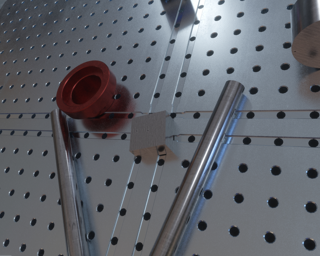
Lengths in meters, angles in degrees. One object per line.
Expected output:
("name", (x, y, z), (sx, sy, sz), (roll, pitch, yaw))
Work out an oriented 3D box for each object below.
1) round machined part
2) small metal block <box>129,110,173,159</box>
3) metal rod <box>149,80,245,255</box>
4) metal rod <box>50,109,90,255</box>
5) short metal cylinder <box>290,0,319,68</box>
("round machined part", (-0.111, -0.055, 0.490), (0.098, 0.042, 0.098), (-13, 56, 21))
("small metal block", (-0.011, 0.009, 0.408), (0.050, 0.025, 0.050), (-12, 57, 21))
("metal rod", (0.031, 0.075, 0.345), (0.025, 0.025, 0.300), (14, 69, 34))
("metal rod", (-0.122, 0.087, 0.419), (0.025, 0.025, 0.300), (-30, 52, 9))
("short metal cylinder", (0.188, -0.111, 0.342), (0.080, 0.080, 0.050), (-4, 60, 26))
